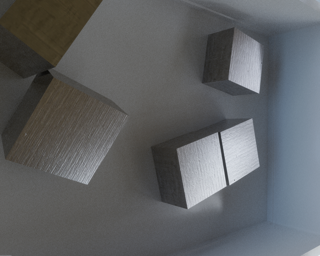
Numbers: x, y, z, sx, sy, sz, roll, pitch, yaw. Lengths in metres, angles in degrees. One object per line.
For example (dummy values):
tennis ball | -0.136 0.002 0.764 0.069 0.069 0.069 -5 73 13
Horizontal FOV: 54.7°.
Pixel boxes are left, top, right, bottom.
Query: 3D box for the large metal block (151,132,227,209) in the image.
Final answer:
large metal block | 0.041 0.054 0.427 0.081 0.050 0.079 -18 102 -39

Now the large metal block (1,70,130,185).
large metal block | -0.091 -0.002 0.297 0.080 0.050 0.080 28 96 -37

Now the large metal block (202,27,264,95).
large metal block | 0.117 -0.101 0.491 0.081 0.050 0.080 13 82 -40

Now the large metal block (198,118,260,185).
large metal block | 0.106 0.034 0.482 0.081 0.050 0.079 -20 103 -39

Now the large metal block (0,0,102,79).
large metal block | -0.109 -0.096 0.280 0.050 0.080 0.080 41 65 -33
